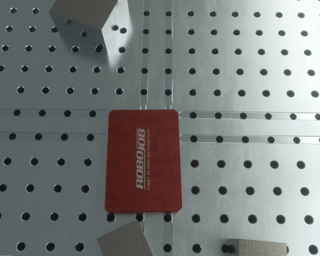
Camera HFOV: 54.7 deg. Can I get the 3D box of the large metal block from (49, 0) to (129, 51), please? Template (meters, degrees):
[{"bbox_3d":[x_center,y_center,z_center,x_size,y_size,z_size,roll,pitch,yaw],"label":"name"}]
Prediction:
[{"bbox_3d":[-0.102,-0.173,0.461,0.080,0.050,0.080,21,71,7],"label":"large metal block"}]

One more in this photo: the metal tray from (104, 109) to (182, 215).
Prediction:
[{"bbox_3d":[-0.021,0.042,0.394,0.091,0.030,0.130,-1,70,-1],"label":"metal tray"}]

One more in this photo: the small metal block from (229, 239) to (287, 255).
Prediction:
[{"bbox_3d":[0.108,0.140,0.349,0.050,0.050,0.025,5,70,1],"label":"small metal block"}]

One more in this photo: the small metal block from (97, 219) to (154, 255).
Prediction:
[{"bbox_3d":[-0.039,0.141,0.360,0.050,0.025,0.050,-24,72,-9],"label":"small metal block"}]
